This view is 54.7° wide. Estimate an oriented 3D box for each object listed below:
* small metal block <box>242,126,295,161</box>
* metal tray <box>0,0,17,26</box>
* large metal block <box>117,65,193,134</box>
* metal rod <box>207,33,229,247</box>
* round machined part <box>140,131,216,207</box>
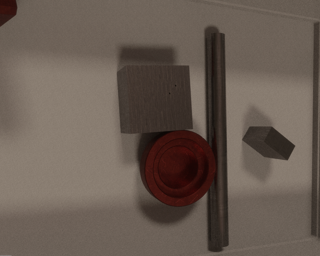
[{"bbox_3d":[0.160,0.022,0.458,0.050,0.050,0.025,35,79,-17],"label":"small metal block"},{"bbox_3d":[-0.183,-0.131,0.287,0.030,0.130,0.089,-15,96,-48],"label":"metal tray"},{"bbox_3d":[-0.008,-0.036,0.395,0.081,0.050,0.079,-4,91,-20],"label":"large metal block"},{"bbox_3d":[0.083,0.017,0.442,0.025,0.025,0.298,-1,91,-20],"label":"metal rod"},{"bbox_3d":[0.020,0.050,0.410,0.099,0.042,0.097,0,90,-21],"label":"round machined part"}]
